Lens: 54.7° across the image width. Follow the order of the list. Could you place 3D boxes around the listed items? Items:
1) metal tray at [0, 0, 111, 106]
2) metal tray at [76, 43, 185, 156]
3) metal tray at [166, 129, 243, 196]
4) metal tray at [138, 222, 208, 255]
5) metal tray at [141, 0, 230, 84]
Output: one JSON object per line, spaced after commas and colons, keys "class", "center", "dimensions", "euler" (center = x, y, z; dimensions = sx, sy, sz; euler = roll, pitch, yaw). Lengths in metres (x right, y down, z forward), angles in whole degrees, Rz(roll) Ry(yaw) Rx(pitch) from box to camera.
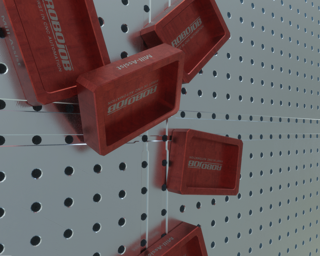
{"class": "metal tray", "center": [-0.106, -0.096, 0.317], "dimensions": [0.091, 0.030, 0.129], "euler": [-24, 106, -38]}
{"class": "metal tray", "center": [-0.028, -0.036, 0.357], "dimensions": [0.131, 0.030, 0.089], "euler": [-31, 140, -36]}
{"class": "metal tray", "center": [0.072, 0.054, 0.468], "dimensions": [0.131, 0.030, 0.090], "euler": [11, 83, -40]}
{"class": "metal tray", "center": [0.011, 0.200, 0.417], "dimensions": [0.131, 0.030, 0.089], "euler": [-24, 105, -38]}
{"class": "metal tray", "center": [0.042, -0.134, 0.442], "dimensions": [0.130, 0.030, 0.090], "euler": [-49, 119, -29]}
